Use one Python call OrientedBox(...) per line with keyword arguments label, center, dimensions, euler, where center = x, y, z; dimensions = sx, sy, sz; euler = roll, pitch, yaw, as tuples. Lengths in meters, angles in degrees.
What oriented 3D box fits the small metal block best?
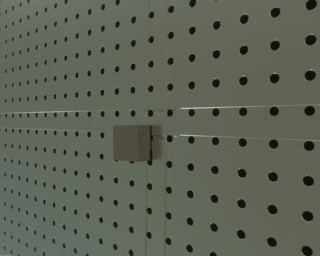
OrientedBox(label="small metal block", center=(-0.041, 0.021, 0.444), dimensions=(0.050, 0.025, 0.050), euler=(-1, 89, 40))
